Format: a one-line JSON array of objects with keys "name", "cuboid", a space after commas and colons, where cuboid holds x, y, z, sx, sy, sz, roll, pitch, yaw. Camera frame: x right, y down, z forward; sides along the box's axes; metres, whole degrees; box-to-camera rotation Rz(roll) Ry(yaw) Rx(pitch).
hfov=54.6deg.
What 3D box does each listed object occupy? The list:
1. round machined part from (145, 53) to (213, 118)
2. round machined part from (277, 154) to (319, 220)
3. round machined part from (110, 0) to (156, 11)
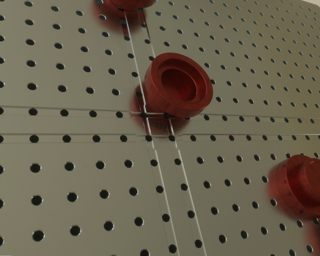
[{"name": "round machined part", "cuboid": [0.023, -0.056, 0.443, 0.099, 0.042, 0.098, 13, 56, -21]}, {"name": "round machined part", "cuboid": [0.230, 0.084, 0.469, 0.099, 0.042, 0.098, 13, 56, -21]}, {"name": "round machined part", "cuboid": [-0.051, -0.233, 0.512, 0.099, 0.042, 0.098, 14, 56, -21]}]
